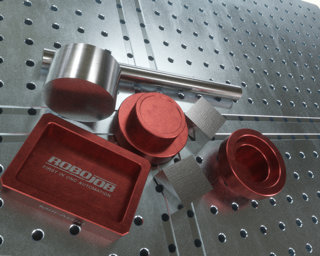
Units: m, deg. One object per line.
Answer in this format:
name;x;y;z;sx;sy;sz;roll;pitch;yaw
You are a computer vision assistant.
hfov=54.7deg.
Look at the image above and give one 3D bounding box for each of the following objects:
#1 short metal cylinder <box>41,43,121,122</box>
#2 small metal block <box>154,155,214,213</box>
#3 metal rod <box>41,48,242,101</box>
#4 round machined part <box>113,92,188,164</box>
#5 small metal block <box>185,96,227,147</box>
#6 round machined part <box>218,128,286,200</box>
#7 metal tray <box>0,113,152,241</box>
short metal cylinder;-0.088;-0.050;0.355;0.081;0.080;0.050;16;55;-19
small metal block;0.029;0.068;0.382;0.050;0.025;0.050;-21;73;-36
metal rod;-0.009;-0.072;0.446;0.302;0.025;0.025;6;59;-25
round machined part;-0.007;-0.007;0.397;0.099;0.042;0.098;14;53;-20
small metal block;0.060;-0.010;0.447;0.050;0.025;0.050;44;51;2
round machined part;0.122;0.053;0.430;0.099;0.042;0.098;14;56;-21
metal tray;-0.083;0.051;0.328;0.131;0.030;0.090;27;53;-11
